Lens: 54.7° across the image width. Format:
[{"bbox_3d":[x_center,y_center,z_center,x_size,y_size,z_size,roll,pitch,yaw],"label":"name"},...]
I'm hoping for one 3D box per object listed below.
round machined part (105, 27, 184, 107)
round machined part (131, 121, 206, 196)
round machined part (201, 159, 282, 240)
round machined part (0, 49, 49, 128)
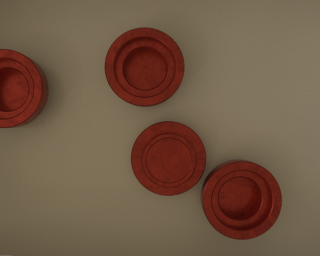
[{"bbox_3d":[-0.019,-0.076,0.403,0.099,0.042,0.097,0,90,0],"label":"round machined part"},{"bbox_3d":[0.011,0.040,0.403,0.099,0.042,0.097,0,90,0],"label":"round machined part"},{"bbox_3d":[0.102,0.089,0.404,0.099,0.042,0.097,0,90,0],"label":"round machined part"},{"bbox_3d":[-0.193,-0.049,0.401,0.099,0.042,0.097,0,90,0],"label":"round machined part"}]
